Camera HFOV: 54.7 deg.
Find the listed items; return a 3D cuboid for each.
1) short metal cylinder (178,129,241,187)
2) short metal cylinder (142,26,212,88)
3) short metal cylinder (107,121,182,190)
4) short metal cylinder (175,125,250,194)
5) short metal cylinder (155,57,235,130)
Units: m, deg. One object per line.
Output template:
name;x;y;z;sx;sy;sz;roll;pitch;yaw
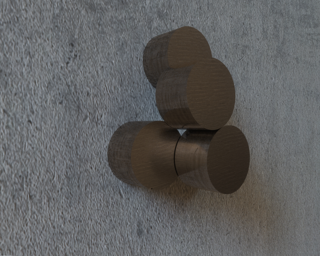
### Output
short metal cylinder;0.073;0.042;0.450;0.081;0.050;0.080;0;90;-40
short metal cylinder;0.024;-0.088;0.410;0.081;0.050;0.080;0;90;-40
short metal cylinder;-0.016;0.031;0.376;0.081;0.050;0.080;0;90;-40
short metal cylinder;0.065;0.037;0.378;0.081;0.050;0.080;0;90;-40
short metal cylinder;0.042;-0.038;0.359;0.081;0.050;0.080;0;90;-40
